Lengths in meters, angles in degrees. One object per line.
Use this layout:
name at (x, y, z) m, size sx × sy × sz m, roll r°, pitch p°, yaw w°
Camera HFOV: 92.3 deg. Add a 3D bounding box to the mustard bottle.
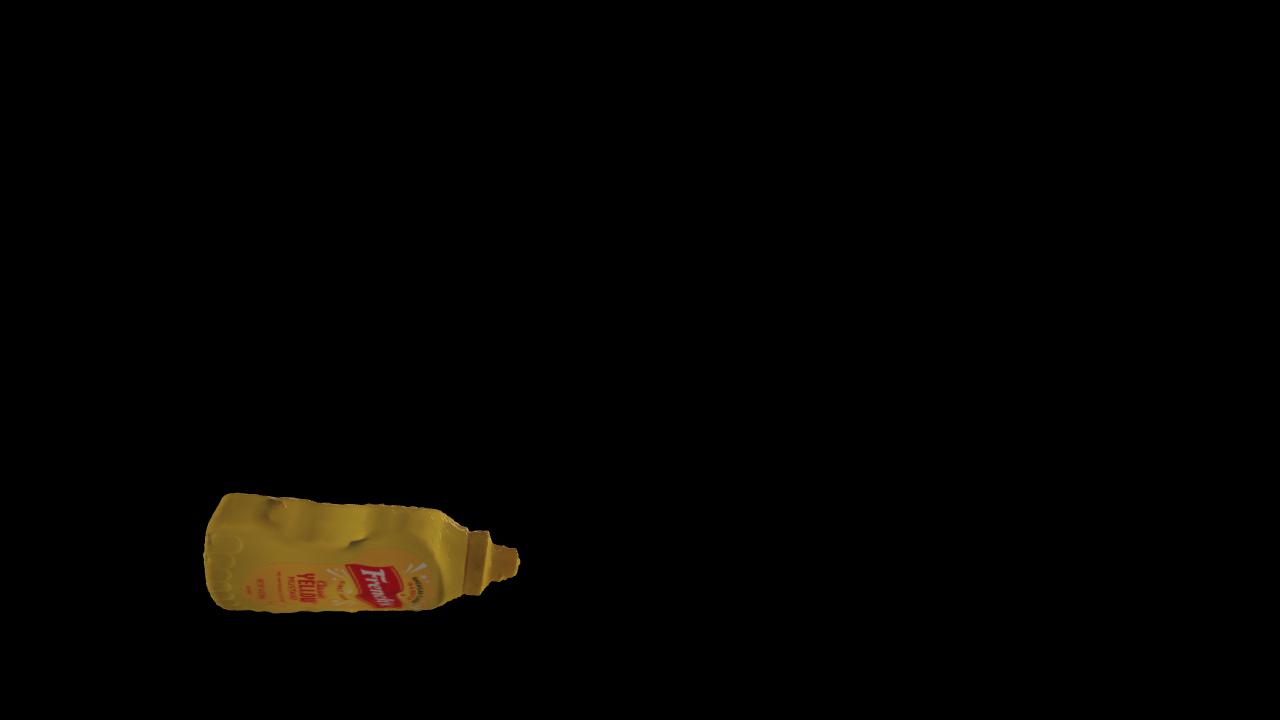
mustard bottle at (-0.172, 0.131, 0.406) m, size 0.184 × 0.092 × 0.054 m, roll 7°, pitch 31°, yaw -14°
